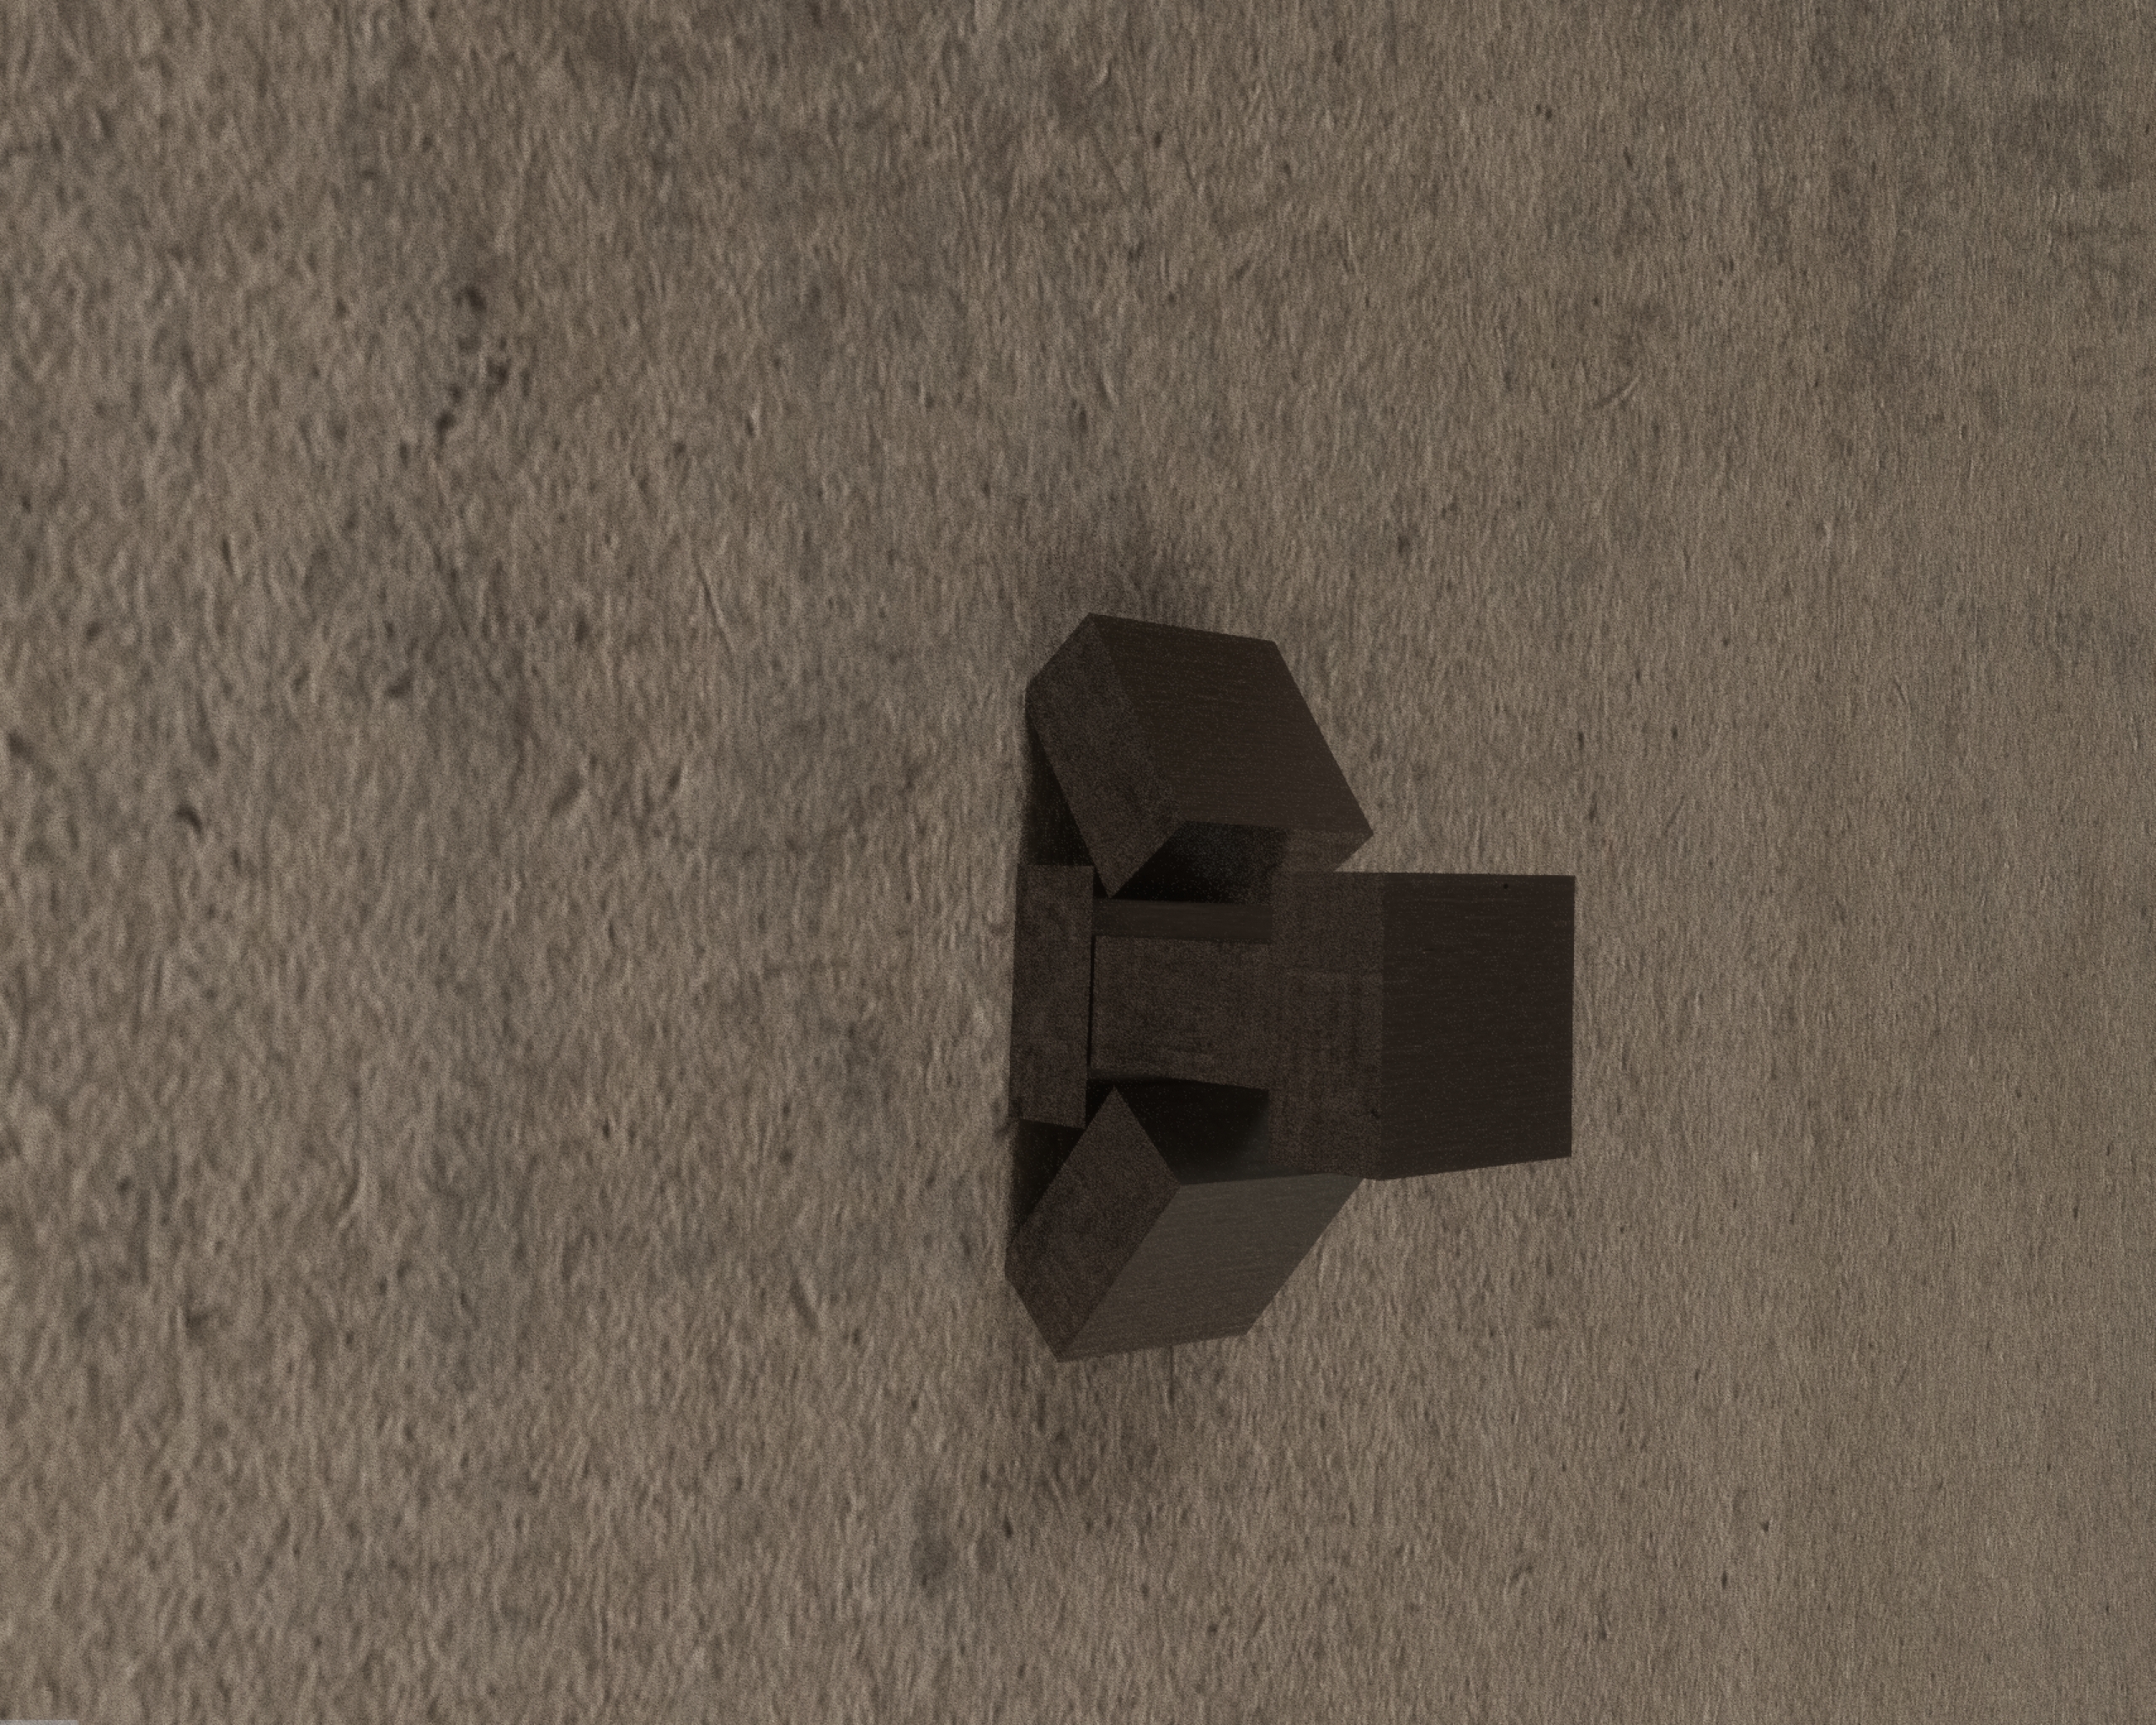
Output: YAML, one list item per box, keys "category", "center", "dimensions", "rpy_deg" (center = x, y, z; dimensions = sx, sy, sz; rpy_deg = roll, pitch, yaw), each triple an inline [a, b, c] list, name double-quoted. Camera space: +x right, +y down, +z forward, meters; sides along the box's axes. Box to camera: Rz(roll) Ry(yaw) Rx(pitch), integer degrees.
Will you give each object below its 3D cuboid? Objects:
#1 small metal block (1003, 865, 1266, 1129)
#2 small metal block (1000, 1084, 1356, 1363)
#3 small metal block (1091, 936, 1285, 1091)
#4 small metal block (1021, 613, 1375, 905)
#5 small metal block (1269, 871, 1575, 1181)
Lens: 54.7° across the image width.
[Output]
- category: "small metal block"
  center: [0.013, 0.026, 0.420]
  dimensions: [0.050, 0.025, 0.050]
  rpy_deg: [3, 88, -40]
- category: "small metal block"
  center: [0.021, 0.070, 0.410]
  dimensions: [0.050, 0.025, 0.050]
  rpy_deg: [3, 129, -40]
- category: "small metal block"
  center: [0.038, 0.027, 0.391]
  dimensions: [0.050, 0.050, 0.025]
  rpy_deg: [3, 88, -40]
- category: "small metal block"
  center: [0.023, -0.020, 0.412]
  dimensions: [0.050, 0.025, 0.050]
  rpy_deg: [3, 52, -40]
- category: "small metal block"
  center: [0.060, 0.027, 0.361]
  dimensions: [0.050, 0.025, 0.050]
  rpy_deg: [1, 89, -40]
